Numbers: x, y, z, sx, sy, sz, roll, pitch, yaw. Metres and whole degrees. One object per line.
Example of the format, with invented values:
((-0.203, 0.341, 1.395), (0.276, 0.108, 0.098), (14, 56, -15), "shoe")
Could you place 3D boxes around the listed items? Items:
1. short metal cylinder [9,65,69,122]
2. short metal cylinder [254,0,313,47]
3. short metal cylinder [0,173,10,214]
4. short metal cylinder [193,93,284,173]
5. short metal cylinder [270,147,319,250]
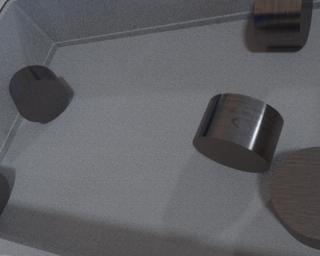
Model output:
((-0.199, -0.056, 0.510), (0.080, 0.080, 0.050), (-43, 51, -1), "short metal cylinder")
((0.152, -0.140, 0.377), (0.050, 0.080, 0.080), (8, 66, 32), "short metal cylinder")
((-0.274, 0.097, 0.455), (0.050, 0.080, 0.080), (4, 64, 30), "short metal cylinder")
((0.081, 0.007, 0.324), (0.080, 0.080, 0.050), (12, 68, 33), "short metal cylinder")
((0.144, 0.063, 0.275), (0.080, 0.050, 0.080), (-13, 56, 21), "short metal cylinder")
